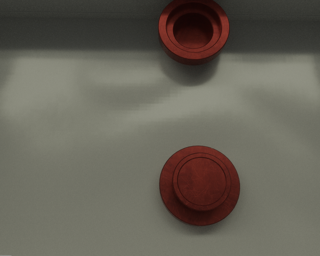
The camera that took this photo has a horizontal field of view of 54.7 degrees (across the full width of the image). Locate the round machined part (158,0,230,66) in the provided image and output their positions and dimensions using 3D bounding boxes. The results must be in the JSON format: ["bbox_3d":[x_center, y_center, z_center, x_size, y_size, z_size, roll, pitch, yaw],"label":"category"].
[{"bbox_3d":[0.047,-0.135,0.445,0.099,0.042,0.098,0,79,0],"label":"round machined part"}]

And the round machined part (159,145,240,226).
[{"bbox_3d":[0.048,0.068,0.376,0.099,0.042,0.098,0,70,0],"label":"round machined part"}]
